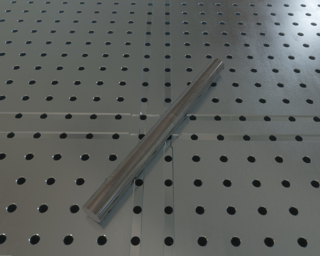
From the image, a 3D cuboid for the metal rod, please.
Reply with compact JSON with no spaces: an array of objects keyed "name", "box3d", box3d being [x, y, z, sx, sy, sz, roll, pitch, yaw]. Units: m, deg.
[{"name":"metal rod","box3d":[0.009,-0.004,0.410,0.025,0.025,0.301,27,55,20]}]
